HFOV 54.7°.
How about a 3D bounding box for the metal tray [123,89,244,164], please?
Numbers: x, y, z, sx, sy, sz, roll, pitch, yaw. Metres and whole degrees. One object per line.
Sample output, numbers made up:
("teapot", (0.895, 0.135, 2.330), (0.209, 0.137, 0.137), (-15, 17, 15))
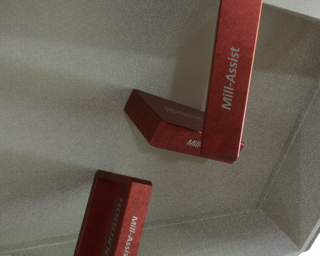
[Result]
("metal tray", (0.030, -0.001, 0.383), (0.131, 0.090, 0.030), (15, 111, -35))

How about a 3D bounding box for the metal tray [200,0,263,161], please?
("metal tray", (0.060, -0.044, 0.280), (0.030, 0.090, 0.129), (7, 100, 7))

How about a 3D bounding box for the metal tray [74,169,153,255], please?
("metal tray", (-0.060, 0.121, 0.375), (0.030, 0.090, 0.129), (21, 77, -36))
